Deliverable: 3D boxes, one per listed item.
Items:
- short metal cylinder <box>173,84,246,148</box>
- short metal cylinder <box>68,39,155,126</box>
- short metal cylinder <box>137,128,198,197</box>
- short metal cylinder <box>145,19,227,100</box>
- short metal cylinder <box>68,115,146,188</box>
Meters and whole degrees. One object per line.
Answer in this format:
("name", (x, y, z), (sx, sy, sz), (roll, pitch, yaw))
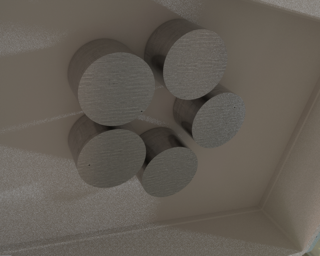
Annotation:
("short metal cylinder", (0.065, -0.020, 0.413), (0.081, 0.050, 0.079), (-14, 124, -21))
("short metal cylinder", (-0.052, -0.049, 0.331), (0.081, 0.050, 0.079), (-14, 124, -21))
("short metal cylinder", (0.004, 0.046, 0.420), (0.081, 0.050, 0.079), (-14, 124, -21))
("short metal cylinder", (0.029, -0.079, 0.357), (0.081, 0.050, 0.079), (-14, 124, -21))
("short metal cylinder", (-0.064, 0.024, 0.370), (0.081, 0.050, 0.079), (-14, 124, -21))
